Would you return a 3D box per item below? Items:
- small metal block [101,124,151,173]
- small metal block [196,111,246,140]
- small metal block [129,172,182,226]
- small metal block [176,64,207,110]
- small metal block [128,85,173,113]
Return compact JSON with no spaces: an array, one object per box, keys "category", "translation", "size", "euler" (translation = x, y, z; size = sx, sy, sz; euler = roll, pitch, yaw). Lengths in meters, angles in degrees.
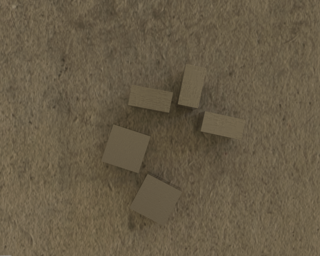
[{"category":"small metal block","translation":[-0.044,0.027,0.409],"size":[0.050,0.025,0.050],"euler":[18,90,-1]},{"category":"small metal block","translation":[0.076,-0.003,0.399],"size":[0.050,0.050,0.025],"euler":[12,90,-1]},{"category":"small metal block","translation":[-0.005,0.092,0.410],"size":[0.050,0.025,0.050],"euler":[28,90,-1]},{"category":"small metal block","translation":[0.039,-0.051,0.398],"size":[0.025,0.050,0.050],"euler":[12,90,0]},{"category":"small metal block","translation":[-0.011,-0.035,0.397],"size":[0.050,0.050,0.025],"euler":[11,90,-1]}]
